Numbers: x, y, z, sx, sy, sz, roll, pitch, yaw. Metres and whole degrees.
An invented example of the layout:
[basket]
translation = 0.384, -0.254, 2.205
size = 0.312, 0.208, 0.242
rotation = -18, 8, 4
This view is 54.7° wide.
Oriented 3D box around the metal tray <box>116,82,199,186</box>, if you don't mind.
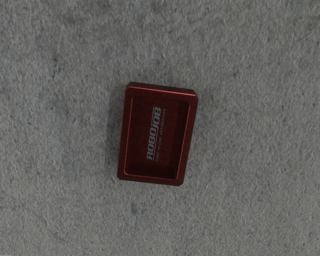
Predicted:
[metal tray]
translation = -0.005, 0.010, 0.410
size = 0.091, 0.030, 0.129
rotation = 7, 110, -3
